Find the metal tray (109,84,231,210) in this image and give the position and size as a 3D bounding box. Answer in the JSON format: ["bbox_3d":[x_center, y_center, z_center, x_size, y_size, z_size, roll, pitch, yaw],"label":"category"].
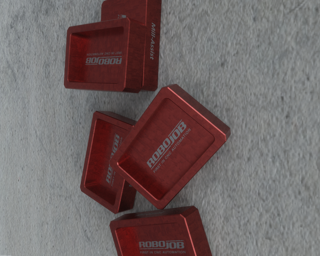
[{"bbox_3d":[0.008,0.024,0.370,0.090,0.030,0.129,41,115,7],"label":"metal tray"}]

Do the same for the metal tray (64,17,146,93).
[{"bbox_3d":[-0.080,-0.096,0.425,0.130,0.030,0.089,8,95,39],"label":"metal tray"}]

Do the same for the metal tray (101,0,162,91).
[{"bbox_3d":[-0.044,-0.117,0.436,0.090,0.030,0.129,5,93,39],"label":"metal tray"}]

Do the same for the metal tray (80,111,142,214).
[{"bbox_3d":[-0.070,0.047,0.456,0.090,0.030,0.129,20,103,38],"label":"metal tray"}]

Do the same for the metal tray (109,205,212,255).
[{"bbox_3d":[-0.001,0.152,0.392,0.130,0.030,0.090,-19,86,38],"label":"metal tray"}]
